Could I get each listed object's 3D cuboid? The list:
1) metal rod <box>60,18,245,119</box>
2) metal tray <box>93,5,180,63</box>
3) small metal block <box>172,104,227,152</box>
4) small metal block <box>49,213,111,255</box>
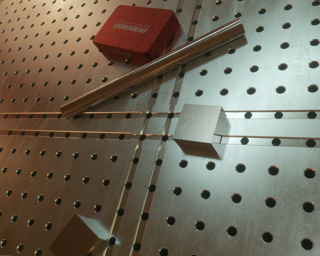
[{"bbox_3d":[-0.019,-0.084,0.468,0.301,0.025,0.025,-24,53,13],"label":"metal rod"},{"bbox_3d":[-0.042,-0.161,0.524,0.130,0.030,0.090,21,73,35],"label":"metal tray"},{"bbox_3d":[0.049,-0.001,0.382,0.050,0.025,0.050,6,65,30],"label":"small metal block"},{"bbox_3d":[-0.096,0.140,0.371,0.050,0.025,0.050,30,78,37],"label":"small metal block"}]
